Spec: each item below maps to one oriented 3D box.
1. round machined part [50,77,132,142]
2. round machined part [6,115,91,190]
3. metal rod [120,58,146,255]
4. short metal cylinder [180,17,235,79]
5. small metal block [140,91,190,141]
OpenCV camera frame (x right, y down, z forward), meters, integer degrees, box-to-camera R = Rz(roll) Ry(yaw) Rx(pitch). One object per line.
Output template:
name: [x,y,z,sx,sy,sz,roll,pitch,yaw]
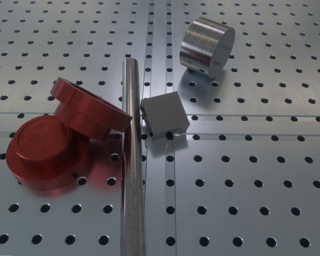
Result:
round machined part: [-0.086,-0.018,0.371,0.098,0.098,0.042,30,92,23]
round machined part: [-0.136,0.022,0.377,0.099,0.042,0.098,0,50,0]
metal rod: [-0.036,0.013,0.396,0.025,0.025,0.300,-3,50,-3]
short metal cylinder: [0.073,-0.123,0.476,0.050,0.080,0.080,29,56,22]
small metal block: [0.006,-0.016,0.411,0.050,0.025,0.050,-15,72,-14]
